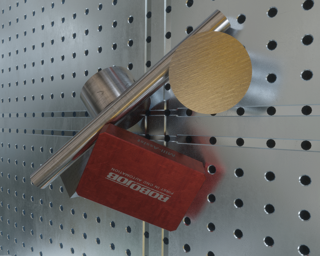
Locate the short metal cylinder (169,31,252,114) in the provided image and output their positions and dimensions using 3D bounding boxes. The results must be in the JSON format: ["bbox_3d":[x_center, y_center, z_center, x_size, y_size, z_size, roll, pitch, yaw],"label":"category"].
[{"bbox_3d":[0.050,-0.058,0.325,0.080,0.050,0.079,0,102,2],"label":"short metal cylinder"}]

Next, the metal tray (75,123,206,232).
[{"bbox_3d":[-0.023,0.061,0.371,0.131,0.030,0.089,24,110,-7],"label":"metal tray"}]

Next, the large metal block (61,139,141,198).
[{"bbox_3d":[-0.085,0.051,0.440,0.080,0.081,0.050,-47,62,29],"label":"large metal block"}]

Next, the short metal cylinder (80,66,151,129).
[{"bbox_3d":[-0.060,-0.037,0.420,0.080,0.081,0.050,-51,61,28],"label":"short metal cylinder"}]

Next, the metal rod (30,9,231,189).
[{"bbox_3d":[-0.042,-0.028,0.372,0.300,0.025,0.025,-40,64,9],"label":"metal rod"}]
